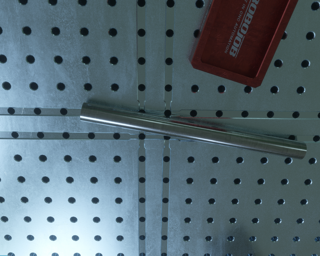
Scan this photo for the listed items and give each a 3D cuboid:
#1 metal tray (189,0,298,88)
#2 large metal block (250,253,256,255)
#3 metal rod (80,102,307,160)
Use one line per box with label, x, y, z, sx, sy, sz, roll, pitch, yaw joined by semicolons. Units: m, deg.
metal tray;0.098;-0.123;0.366;0.091;0.030;0.129;17;109;-7
large metal block;0.136;0.259;0.481;0.080;0.080;0.050;-33;107;11
metal rod;0.047;0.005;0.415;0.302;0.025;0.025;10;110;-4
